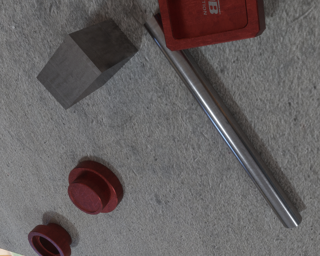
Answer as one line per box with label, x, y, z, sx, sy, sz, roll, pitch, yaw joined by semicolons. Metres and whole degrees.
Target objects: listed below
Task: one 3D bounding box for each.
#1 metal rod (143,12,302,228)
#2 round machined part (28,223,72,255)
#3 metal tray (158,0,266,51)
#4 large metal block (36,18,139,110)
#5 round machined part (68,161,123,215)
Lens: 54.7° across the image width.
metal rod;0.080;-0.001;0.364;0.025;0.025;0.299;-29;103;37
round machined part;-0.231;0.245;0.669;0.098;0.042;0.097;13;124;21
metal tray;0.041;-0.142;0.280;0.090;0.030;0.129;-2;108;29
large metal block;-0.085;-0.076;0.369;0.080;0.080;0.050;-34;99;38
round machined part;-0.115;0.107;0.522;0.098;0.042;0.097;13;124;21
